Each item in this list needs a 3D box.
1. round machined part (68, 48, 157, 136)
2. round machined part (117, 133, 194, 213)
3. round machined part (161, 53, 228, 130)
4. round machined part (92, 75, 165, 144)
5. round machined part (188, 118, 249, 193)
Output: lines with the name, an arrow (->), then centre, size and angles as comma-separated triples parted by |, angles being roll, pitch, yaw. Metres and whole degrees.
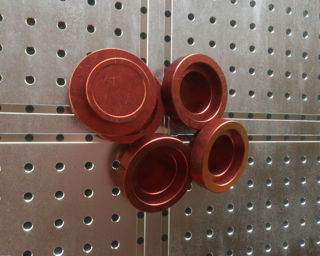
round machined part -> -0.049, -0.040, 0.341 | 0.099, 0.042, 0.097 | 0, 90, -21
round machined part -> -0.009, 0.053, 0.392 | 0.099, 0.042, 0.097 | -9, 109, -28
round machined part -> 0.041, -0.046, 0.410 | 0.099, 0.042, 0.097 | -1, 92, -37
round machined part -> -0.046, -0.029, 0.387 | 0.099, 0.042, 0.097 | 0, 90, -21
round machined part -> 0.074, 0.034, 0.420 | 0.099, 0.042, 0.097 | -12, 108, -39
